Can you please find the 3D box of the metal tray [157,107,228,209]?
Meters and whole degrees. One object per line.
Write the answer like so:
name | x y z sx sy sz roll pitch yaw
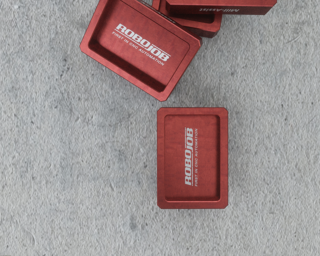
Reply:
metal tray | 0.042 0.038 0.407 0.091 0.030 0.129 0 90 0

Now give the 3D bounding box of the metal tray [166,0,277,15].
metal tray | 0.073 -0.188 0.377 0.131 0.030 0.089 1 90 -1

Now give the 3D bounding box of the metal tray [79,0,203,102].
metal tray | -0.024 -0.105 0.389 0.130 0.030 0.089 32 115 0

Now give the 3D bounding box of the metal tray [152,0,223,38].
metal tray | 0.042 -0.192 0.407 0.091 0.030 0.129 10 90 0
